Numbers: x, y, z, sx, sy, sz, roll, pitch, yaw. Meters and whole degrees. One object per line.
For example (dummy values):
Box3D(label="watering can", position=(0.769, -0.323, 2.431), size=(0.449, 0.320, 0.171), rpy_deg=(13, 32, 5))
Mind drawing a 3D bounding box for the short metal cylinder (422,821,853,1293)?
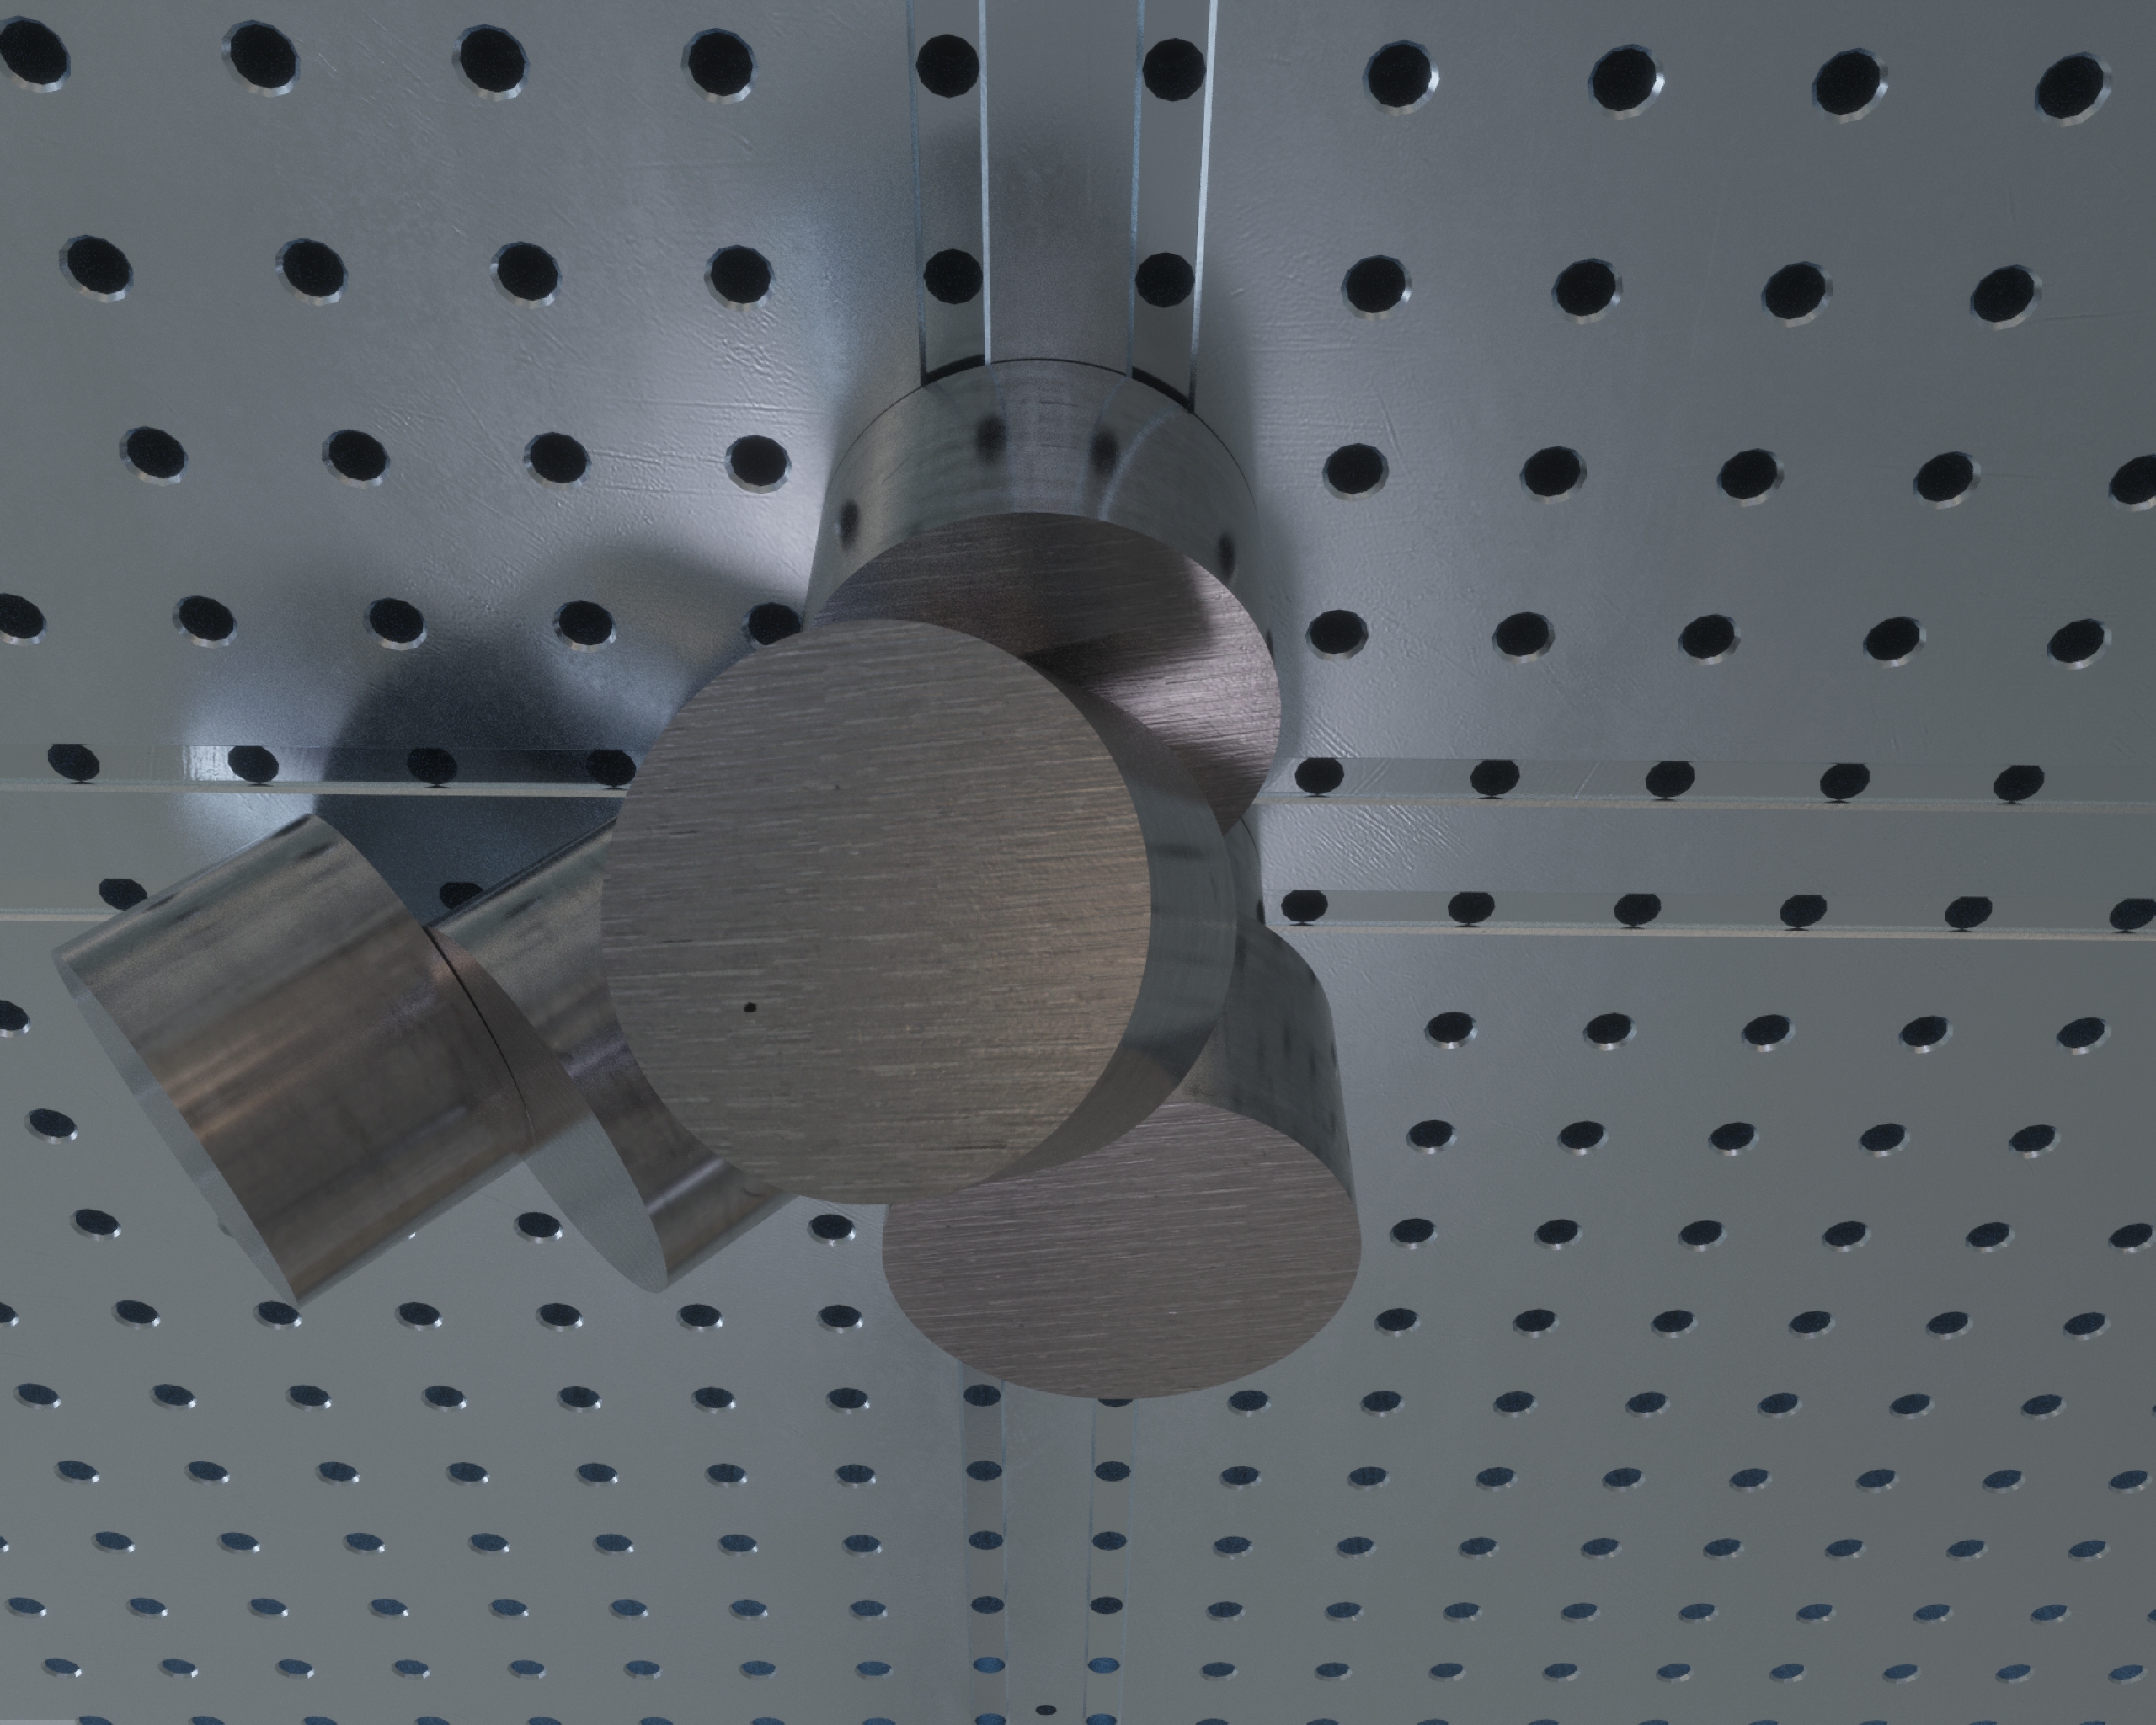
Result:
Box3D(label="short metal cylinder", position=(-0.080, 0.033, 0.394), size=(0.050, 0.080, 0.080), rpy_deg=(-34, 136, -27))

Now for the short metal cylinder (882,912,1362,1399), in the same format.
Box3D(label="short metal cylinder", position=(0.007, 0.051, 0.370), size=(0.081, 0.050, 0.079), rpy_deg=(0, 130, 0))

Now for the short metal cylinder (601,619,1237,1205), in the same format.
Box3D(label="short metal cylinder", position=(-0.022, 0.008, 0.307), size=(0.080, 0.080, 0.050), rpy_deg=(-19, 171, 15))

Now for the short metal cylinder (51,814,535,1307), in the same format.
Box3D(label="short metal cylinder", position=(-0.149, 0.037, 0.397), size=(0.050, 0.080, 0.080), rpy_deg=(-35, 136, -27))

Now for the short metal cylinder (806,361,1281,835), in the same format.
Box3D(label="short metal cylinder", position=(-0.007, -0.039, 0.361), size=(0.081, 0.050, 0.079), rpy_deg=(0, 130, 0))

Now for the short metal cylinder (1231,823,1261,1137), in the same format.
Box3D(label="short metal cylinder", position=(-0.002, 0.022, 0.413), size=(0.081, 0.050, 0.079), rpy_deg=(0, 130, 0))
